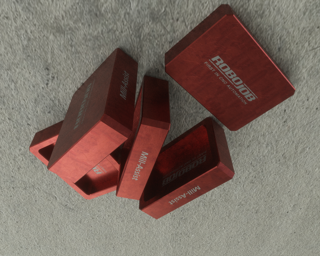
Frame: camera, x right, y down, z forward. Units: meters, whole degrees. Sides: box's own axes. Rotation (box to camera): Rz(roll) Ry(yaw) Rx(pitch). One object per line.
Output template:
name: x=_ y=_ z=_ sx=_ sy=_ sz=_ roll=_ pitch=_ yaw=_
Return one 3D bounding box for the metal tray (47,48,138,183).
metal tray: x=-0.066 y=-0.018 z=0.324 sx=0.030 sy=0.130 sz=0.090 roll=36 pitch=121 yaw=-27

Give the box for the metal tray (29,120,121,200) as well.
metal tray: x=-0.105 y=0.044 z=0.442 sx=0.090 sy=0.030 sz=0.130 roll=-23 pitch=127 yaw=18

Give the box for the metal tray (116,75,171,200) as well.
metal tray: x=-0.022 y=0.014 z=0.377 sx=0.030 sy=0.090 sz=0.129 roll=13 pitch=129 yaw=-11

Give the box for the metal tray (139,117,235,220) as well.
metal tray: x=0.030 y=0.053 z=0.412 sx=0.130 sy=0.090 sz=0.030 roll=-36 pitch=122 yaw=26

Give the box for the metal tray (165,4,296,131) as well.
metal tray: x=0.080 y=-0.061 z=0.354 sx=0.090 sy=0.030 sz=0.130 roll=-37 pitch=122 yaw=26
